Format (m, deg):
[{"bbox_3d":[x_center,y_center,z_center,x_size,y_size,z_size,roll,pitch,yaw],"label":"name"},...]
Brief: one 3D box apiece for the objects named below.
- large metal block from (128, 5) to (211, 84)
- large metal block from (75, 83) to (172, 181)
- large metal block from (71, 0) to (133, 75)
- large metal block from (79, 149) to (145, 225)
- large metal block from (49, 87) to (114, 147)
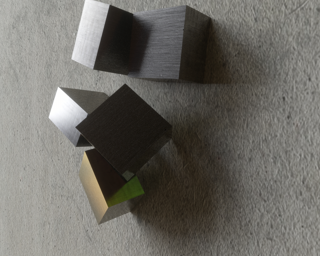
[{"bbox_3d":[0.010,-0.098,0.380,0.080,0.050,0.079,10,96,39],"label":"large metal block"},{"bbox_3d":[-0.042,0.006,0.386,0.080,0.050,0.080,43,77,13],"label":"large metal block"},{"bbox_3d":[-0.063,-0.119,0.421,0.050,0.081,0.079,29,108,36],"label":"large metal block"},{"bbox_3d":[-0.071,0.077,0.428,0.080,0.050,0.080,62,149,21],"label":"large metal block"},{"bbox_3d":[-0.100,-0.016,0.451,0.080,0.081,0.050,38,113,35],"label":"large metal block"}]
